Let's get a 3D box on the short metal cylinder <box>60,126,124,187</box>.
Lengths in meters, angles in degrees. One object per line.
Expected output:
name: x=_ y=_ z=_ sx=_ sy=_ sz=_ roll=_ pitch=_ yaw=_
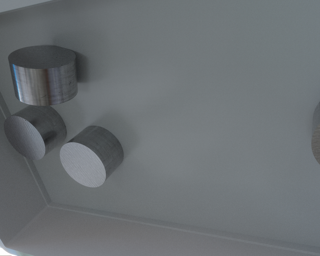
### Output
short metal cylinder: x=-0.103 y=0.043 z=0.471 sx=0.080 sy=0.050 sz=0.079 roll=13 pitch=124 yaw=20

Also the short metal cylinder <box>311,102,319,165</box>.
short metal cylinder: x=0.190 y=0.004 z=0.295 sx=0.080 sy=0.050 sz=0.079 roll=13 pitch=124 yaw=20

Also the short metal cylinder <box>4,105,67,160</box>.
short metal cylinder: x=-0.199 y=0.005 z=0.498 sx=0.080 sy=0.050 sz=0.079 roll=13 pitch=124 yaw=20

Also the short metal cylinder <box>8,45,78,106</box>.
short metal cylinder: x=-0.151 y=-0.071 z=0.407 sx=0.080 sy=0.080 sz=0.050 roll=18 pitch=125 yaw=17
